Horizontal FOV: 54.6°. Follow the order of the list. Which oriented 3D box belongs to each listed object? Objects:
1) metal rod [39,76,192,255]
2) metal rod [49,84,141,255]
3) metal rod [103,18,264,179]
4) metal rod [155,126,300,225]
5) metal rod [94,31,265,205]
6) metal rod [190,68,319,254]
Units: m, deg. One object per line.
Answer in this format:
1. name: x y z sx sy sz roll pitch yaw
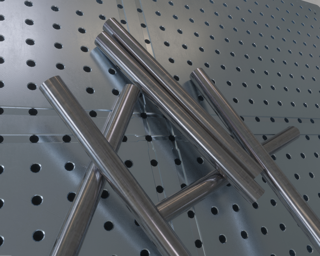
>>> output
1. metal rod: -0.026 0.073 0.323 0.025 0.025 0.300 -36 90 -38
2. metal rod: -0.073 0.065 0.328 0.025 0.025 0.300 26 53 -12
3. metal rod: 0.024 -0.046 0.430 0.300 0.025 0.025 47 51 12
4. metal rod: 0.110 0.053 0.433 0.302 0.025 0.025 -22 73 -36
5. metal rod: 0.018 -0.021 0.410 0.300 0.025 0.025 46 51 12
6. metal rod: 0.129 0.029 0.427 0.025 0.025 0.299 -13 59 -33
